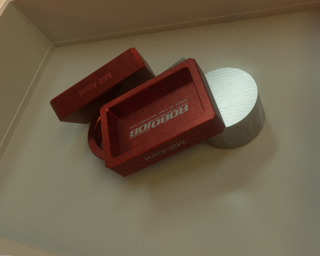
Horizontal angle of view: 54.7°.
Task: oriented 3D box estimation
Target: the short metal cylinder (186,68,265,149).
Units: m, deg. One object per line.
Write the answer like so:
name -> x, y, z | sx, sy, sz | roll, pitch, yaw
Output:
short metal cylinder -> 0.076, -0.023, 0.360 | 0.080, 0.050, 0.080 | -13, 56, 20

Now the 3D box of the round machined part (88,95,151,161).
round machined part -> -0.043, 0.006, 0.412 | 0.098, 0.042, 0.098 | -13, 56, 20

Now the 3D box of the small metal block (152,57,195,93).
small metal block -> 0.025, -0.056, 0.407 | 0.050, 0.050, 0.025 | -36, 51, 2

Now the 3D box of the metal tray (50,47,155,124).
metal tray -> -0.073, -0.053, 0.429 | 0.130, 0.090, 0.030 | -32, 84, 7

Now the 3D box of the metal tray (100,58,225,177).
metal tray -> -0.004, -0.011, 0.347 | 0.130, 0.030, 0.090 | -26, 52, 17
